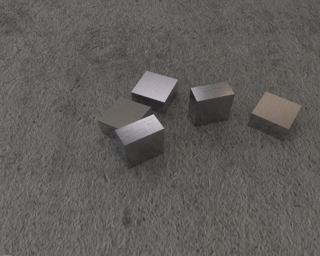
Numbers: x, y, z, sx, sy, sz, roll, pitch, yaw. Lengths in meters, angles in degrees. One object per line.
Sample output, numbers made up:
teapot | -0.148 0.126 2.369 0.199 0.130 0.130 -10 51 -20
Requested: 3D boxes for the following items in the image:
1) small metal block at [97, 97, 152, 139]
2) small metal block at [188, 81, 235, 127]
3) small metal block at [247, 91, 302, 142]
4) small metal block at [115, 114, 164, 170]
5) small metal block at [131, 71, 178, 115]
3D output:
small metal block | -0.044 -0.010 0.407 0.050 0.025 0.050 20 52 26
small metal block | 0.067 -0.031 0.413 0.050 0.050 0.025 -12 51 -10
small metal block | 0.154 -0.017 0.418 0.050 0.025 0.050 27 55 21
small metal block | -0.023 0.017 0.372 0.050 0.050 0.025 -23 55 -19
small metal block | -0.007 -0.052 0.446 0.050 0.025 0.050 19 52 15
